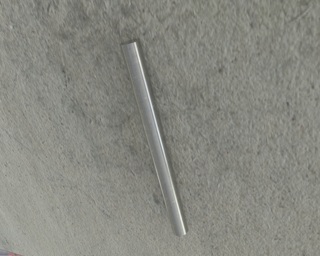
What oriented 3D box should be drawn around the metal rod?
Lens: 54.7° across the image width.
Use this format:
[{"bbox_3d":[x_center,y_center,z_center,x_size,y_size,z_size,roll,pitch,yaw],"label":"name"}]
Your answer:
[{"bbox_3d":[-0.001,0.030,0.424,0.025,0.025,0.298,0,119,28],"label":"metal rod"}]
